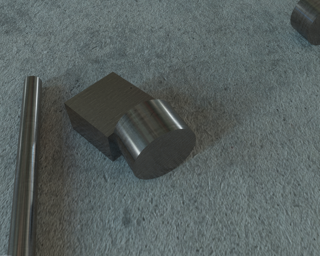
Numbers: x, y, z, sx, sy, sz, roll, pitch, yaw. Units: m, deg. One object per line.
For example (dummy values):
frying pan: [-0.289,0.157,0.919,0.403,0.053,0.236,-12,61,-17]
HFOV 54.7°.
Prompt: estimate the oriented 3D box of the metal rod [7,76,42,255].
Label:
metal rod: [-0.156,0.045,0.364,0.025,0.025,0.300,-9,51,-8]

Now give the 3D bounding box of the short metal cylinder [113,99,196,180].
short metal cylinder: [-0.006,0.014,0.356,0.081,0.080,0.050,-24,54,-19]

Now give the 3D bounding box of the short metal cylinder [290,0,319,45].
short metal cylinder: [0.274,-0.190,0.529,0.081,0.080,0.050,-14,52,-12]

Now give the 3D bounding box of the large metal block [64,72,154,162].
large metal block: [-0.061,-0.017,0.401,0.080,0.050,0.080,35,58,25]
